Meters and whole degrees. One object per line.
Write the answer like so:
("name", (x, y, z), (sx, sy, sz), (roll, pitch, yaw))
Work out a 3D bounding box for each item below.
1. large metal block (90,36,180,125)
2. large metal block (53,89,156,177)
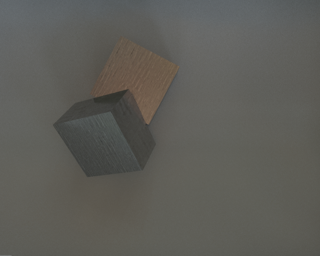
("large metal block", (-0.031, -0.058, 0.399), (0.080, 0.050, 0.080), (28, 90, -1))
("large metal block", (-0.063, 0.008, 0.368), (0.080, 0.050, 0.080), (-11, 120, 26))
